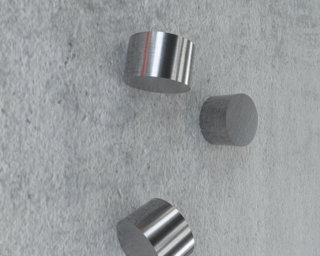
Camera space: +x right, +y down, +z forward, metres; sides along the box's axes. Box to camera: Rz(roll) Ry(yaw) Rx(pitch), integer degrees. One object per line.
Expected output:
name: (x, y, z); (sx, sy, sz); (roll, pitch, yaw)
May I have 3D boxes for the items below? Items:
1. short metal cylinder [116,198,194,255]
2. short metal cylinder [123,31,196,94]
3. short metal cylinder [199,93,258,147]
short metal cylinder: (-0.007, 0.131, 0.366); (0.050, 0.080, 0.080); (-27, 108, -37)
short metal cylinder: (0.000, -0.075, 0.370); (0.081, 0.080, 0.050); (12, 83, -40)
short metal cylinder: (0.107, -0.012, 0.481); (0.081, 0.050, 0.079); (0, 90, -40)
